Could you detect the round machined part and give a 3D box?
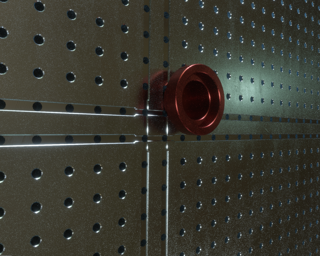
[{"bbox_3d":[0.044,-0.039,0.437,0.099,0.042,0.097,0,90,-40],"label":"round machined part"}]
